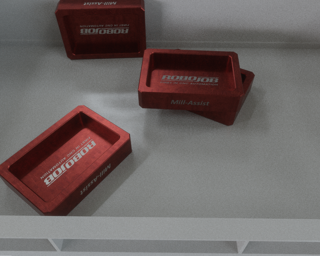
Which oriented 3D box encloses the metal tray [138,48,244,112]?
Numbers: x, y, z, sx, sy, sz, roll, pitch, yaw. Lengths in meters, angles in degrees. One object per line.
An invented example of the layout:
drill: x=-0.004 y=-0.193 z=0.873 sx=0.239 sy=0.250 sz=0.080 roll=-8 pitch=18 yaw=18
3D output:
metal tray: x=0.040 y=-0.066 z=0.417 sx=0.131 sy=0.030 sz=0.090 roll=3 pitch=50 yaw=2

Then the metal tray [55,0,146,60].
metal tray: x=-0.088 y=-0.156 z=0.492 sx=0.131 sy=0.090 sz=0.030 roll=-2 pitch=50 yaw=-2

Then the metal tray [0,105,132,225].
metal tray: x=-0.108 y=0.037 z=0.369 sx=0.090 sy=0.030 sz=0.131 roll=31 pitch=56 yaw=23

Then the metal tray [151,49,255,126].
metal tray: x=0.061 y=-0.064 z=0.455 sx=0.130 sy=0.030 sz=0.090 roll=22 pitch=53 yaw=17
